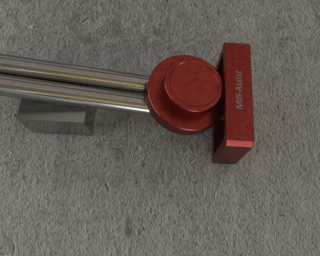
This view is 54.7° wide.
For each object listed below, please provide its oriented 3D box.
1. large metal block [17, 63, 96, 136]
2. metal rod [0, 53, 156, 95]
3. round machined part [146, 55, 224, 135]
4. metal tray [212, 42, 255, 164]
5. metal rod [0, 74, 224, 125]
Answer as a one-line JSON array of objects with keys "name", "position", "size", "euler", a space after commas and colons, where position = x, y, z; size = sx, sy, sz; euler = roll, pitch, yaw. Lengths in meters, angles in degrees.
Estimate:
[{"name": "large metal block", "position": [-0.128, -0.038, 0.404], "size": [0.081, 0.050, 0.080], "euler": [3, 70, 1]}, {"name": "metal rod", "position": [-0.064, -0.060, 0.382], "size": [0.302, 0.025, 0.025], "euler": [7, 70, -12]}, {"name": "round machined part", "position": [0.035, -0.044, 0.365], "size": [0.099, 0.042, 0.098], "euler": [3, 72, -11]}, {"name": "metal tray", "position": [0.087, -0.028, 0.385], "size": [0.030, 0.090, 0.130], "euler": [3, 70, 1]}, {"name": "metal rod", "position": [-0.066, -0.034, 0.373], "size": [0.302, 0.025, 0.025], "euler": [7, 70, -11]}]
